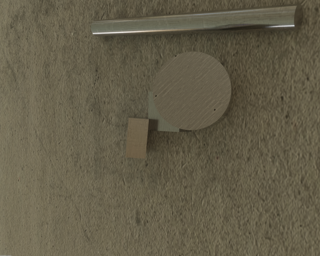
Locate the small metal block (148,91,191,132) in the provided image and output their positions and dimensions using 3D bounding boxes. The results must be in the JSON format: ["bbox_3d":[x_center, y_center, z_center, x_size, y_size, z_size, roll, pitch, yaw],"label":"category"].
[{"bbox_3d":[0.012,-0.021,0.393,0.050,0.025,0.050,3,92,39],"label":"small metal block"}]

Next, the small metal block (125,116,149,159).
[{"bbox_3d":[-0.031,0.011,0.411,0.050,0.025,0.050,-143,58,-82],"label":"small metal block"}]

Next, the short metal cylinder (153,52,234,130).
[{"bbox_3d":[0.038,-0.038,0.338,0.080,0.050,0.079,0,91,15],"label":"short metal cylinder"}]

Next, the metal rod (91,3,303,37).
[{"bbox_3d":[0.017,-0.130,0.388,0.300,0.025,0.025,12,98,39],"label":"metal rod"}]
